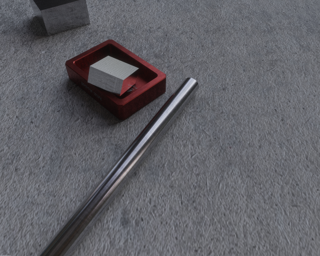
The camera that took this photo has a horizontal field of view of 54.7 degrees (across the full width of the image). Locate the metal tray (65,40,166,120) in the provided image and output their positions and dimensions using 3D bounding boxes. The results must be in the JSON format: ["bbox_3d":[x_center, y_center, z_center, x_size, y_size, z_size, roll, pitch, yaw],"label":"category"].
[{"bbox_3d":[-0.066,-0.077,0.463,0.130,0.030,0.091,38,59,27],"label":"metal tray"}]

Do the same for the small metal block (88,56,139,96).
[{"bbox_3d":[-0.065,-0.074,0.434,0.050,0.025,0.050,24,34,9],"label":"small metal block"}]

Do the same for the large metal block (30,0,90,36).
[{"bbox_3d":[-0.186,-0.222,0.571,0.081,0.050,0.080,-25,55,-20],"label":"large metal block"}]

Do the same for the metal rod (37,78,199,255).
[{"bbox_3d":[-0.031,0.034,0.374,0.025,0.025,0.301,25,54,19],"label":"metal rod"}]
